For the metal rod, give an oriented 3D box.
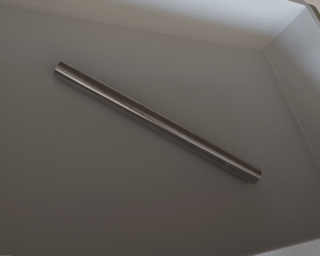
[{"bbox_3d":[0.005,-0.003,0.409,0.301,0.025,0.025,29,52,-11],"label":"metal rod"}]
